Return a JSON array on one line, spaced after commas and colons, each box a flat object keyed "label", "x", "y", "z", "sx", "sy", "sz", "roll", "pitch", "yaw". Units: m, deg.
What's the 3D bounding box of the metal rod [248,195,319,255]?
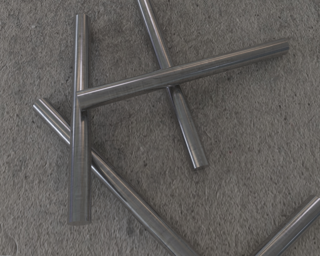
[{"label": "metal rod", "x": 0.077, "y": 0.181, "z": 0.342, "sx": 0.301, "sy": 0.025, "sz": 0.025, "roll": -38, "pitch": 75, "yaw": -13}]

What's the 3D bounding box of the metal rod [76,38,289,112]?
[{"label": "metal rod", "x": 0.041, "y": -0.075, "z": 0.411, "sx": 0.302, "sy": 0.025, "sz": 0.025, "roll": -18, "pitch": 71, "yaw": -16}]

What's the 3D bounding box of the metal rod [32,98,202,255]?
[{"label": "metal rod", "x": -0.054, "y": 0.068, "z": 0.382, "sx": 0.300, "sy": 0.025, "sz": 0.025, "roll": 43, "pitch": 76, "yaw": 14}]

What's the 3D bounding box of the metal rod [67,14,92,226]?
[{"label": "metal rod", "x": -0.101, "y": -0.031, "z": 0.398, "sx": 0.025, "sy": 0.025, "sz": 0.299, "roll": -6, "pitch": 63, "yaw": -2}]

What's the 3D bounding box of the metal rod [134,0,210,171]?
[{"label": "metal rod", "x": 0.009, "y": -0.084, "z": 0.438, "sx": 0.025, "sy": 0.025, "sz": 0.299, "roll": -15, "pitch": 71, "yaw": -6}]
